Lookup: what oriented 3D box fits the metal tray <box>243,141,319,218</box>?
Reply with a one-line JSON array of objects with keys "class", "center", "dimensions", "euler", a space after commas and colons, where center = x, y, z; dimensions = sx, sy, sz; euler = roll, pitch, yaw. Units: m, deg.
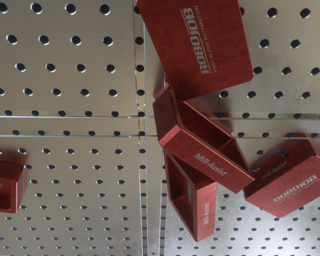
[{"class": "metal tray", "center": [0.207, 0.085, 0.484], "dimensions": [0.090, 0.030, 0.129], "euler": [30, 124, -24]}]

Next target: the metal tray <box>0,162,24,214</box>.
[{"class": "metal tray", "center": [-0.284, 0.085, 0.476], "dimensions": [0.131, 0.030, 0.089], "euler": [13, 129, -11]}]

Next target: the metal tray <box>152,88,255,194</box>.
[{"class": "metal tray", "center": [0.052, 0.015, 0.380], "dimensions": [0.130, 0.090, 0.030], "euler": [34, 114, -26]}]

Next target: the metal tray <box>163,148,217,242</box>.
[{"class": "metal tray", "center": [0.042, 0.090, 0.443], "dimensions": [0.030, 0.090, 0.129], "euler": [-21, 132, -17]}]

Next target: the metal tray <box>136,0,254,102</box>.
[{"class": "metal tray", "center": [0.041, -0.097, 0.327], "dimensions": [0.090, 0.030, 0.130], "euler": [-16, 129, 13]}]
